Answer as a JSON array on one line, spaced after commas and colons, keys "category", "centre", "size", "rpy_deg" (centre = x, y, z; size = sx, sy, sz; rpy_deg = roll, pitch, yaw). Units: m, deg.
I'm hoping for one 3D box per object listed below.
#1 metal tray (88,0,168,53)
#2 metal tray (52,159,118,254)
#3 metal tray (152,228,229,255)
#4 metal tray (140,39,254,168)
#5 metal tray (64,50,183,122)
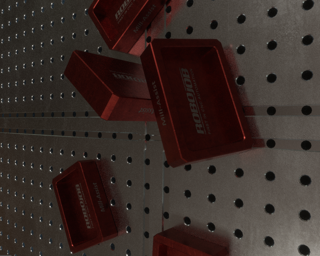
[{"category": "metal tray", "centre": [-0.043, -0.184, 0.438], "size": [0.129, 0.030, 0.090], "rpy_deg": [-45, 63, 30]}, {"category": "metal tray", "centre": [-0.126, 0.128, 0.507], "size": [0.090, 0.030, 0.130], "rpy_deg": [-33, 70, 34]}, {"category": "metal tray", "centre": [0.032, 0.201, 0.378], "size": [0.090, 0.030, 0.129], "rpy_deg": [6, 94, 39]}, {"category": "metal tray", "centre": [0.039, -0.030, 0.330], "size": [0.030, 0.091, 0.129], "rpy_deg": [-35, 66, 60]}, {"category": "metal tray", "centre": [-0.034, -0.047, 0.367], "size": [0.090, 0.131, 0.030], "rpy_deg": [46, 118, 30]}]
